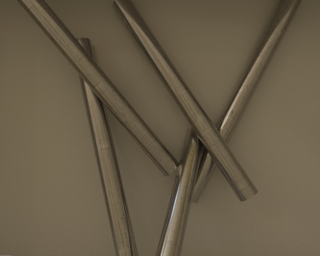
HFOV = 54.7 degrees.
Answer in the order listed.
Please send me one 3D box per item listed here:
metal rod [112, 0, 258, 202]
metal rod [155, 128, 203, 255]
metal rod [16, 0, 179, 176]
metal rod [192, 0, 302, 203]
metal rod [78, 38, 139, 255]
[{"bbox_3d":[0.028,-0.042,0.394,0.025,0.025,0.299,-33,84,0],"label":"metal rod"},{"bbox_3d":[0.011,0.124,0.329,0.025,0.025,0.300,18,55,0],"label":"metal rod"},{"bbox_3d":[-0.079,-0.061,0.376,0.025,0.025,0.300,-39,98,0],"label":"metal rod"},{"bbox_3d":[0.107,-0.039,0.411,0.025,0.025,0.299,27,90,0],"label":"metal rod"},{"bbox_3d":[-0.068,0.029,0.382,0.025,0.025,0.299,-14,79,0],"label":"metal rod"}]
